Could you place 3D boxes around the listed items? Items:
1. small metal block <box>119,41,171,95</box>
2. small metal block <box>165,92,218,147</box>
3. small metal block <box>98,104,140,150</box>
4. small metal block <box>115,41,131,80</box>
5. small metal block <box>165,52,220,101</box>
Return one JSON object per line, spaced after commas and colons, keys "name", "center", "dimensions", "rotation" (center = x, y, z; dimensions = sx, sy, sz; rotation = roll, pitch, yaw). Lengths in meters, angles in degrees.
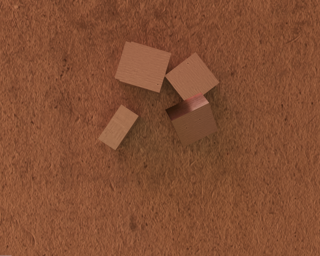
{"name": "small metal block", "center": [-0.017, -0.073, 0.385], "dimensions": [0.050, 0.025, 0.050], "rotation": [17, 90, 0]}
{"name": "small metal block", "center": [0.041, -0.010, 0.397], "dimensions": [0.050, 0.025, 0.050], "rotation": [-26, 131, 0]}
{"name": "small metal block", "center": [-0.050, -0.001, 0.397], "dimensions": [0.025, 0.050, 0.050], "rotation": [34, 90, 0]}
{"name": "small metal block", "center": [-0.027, -0.081, 0.410], "dimensions": [0.050, 0.025, 0.050], "rotation": [17, 90, 0]}
{"name": "small metal block", "center": [0.041, -0.063, 0.410], "dimensions": [0.050, 0.025, 0.050], "rotation": [-38, 90, 0]}
